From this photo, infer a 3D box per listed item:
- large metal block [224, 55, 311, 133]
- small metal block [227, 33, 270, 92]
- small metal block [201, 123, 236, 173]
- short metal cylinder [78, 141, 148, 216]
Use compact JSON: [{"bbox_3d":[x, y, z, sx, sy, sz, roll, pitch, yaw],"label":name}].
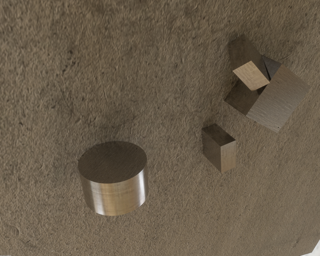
[{"bbox_3d":[0.154,-0.049,0.445,0.080,0.050,0.080,22,107,-37],"label":"large metal block"},{"bbox_3d":[0.113,-0.083,0.398,0.025,0.050,0.050,-27,137,32],"label":"small metal block"},{"bbox_3d":[0.086,0.029,0.456,0.025,0.050,0.050,-21,127,-16],"label":"small metal block"},{"bbox_3d":[-0.055,0.059,0.378,0.081,0.080,0.050,-15,125,-20],"label":"short metal cylinder"}]
